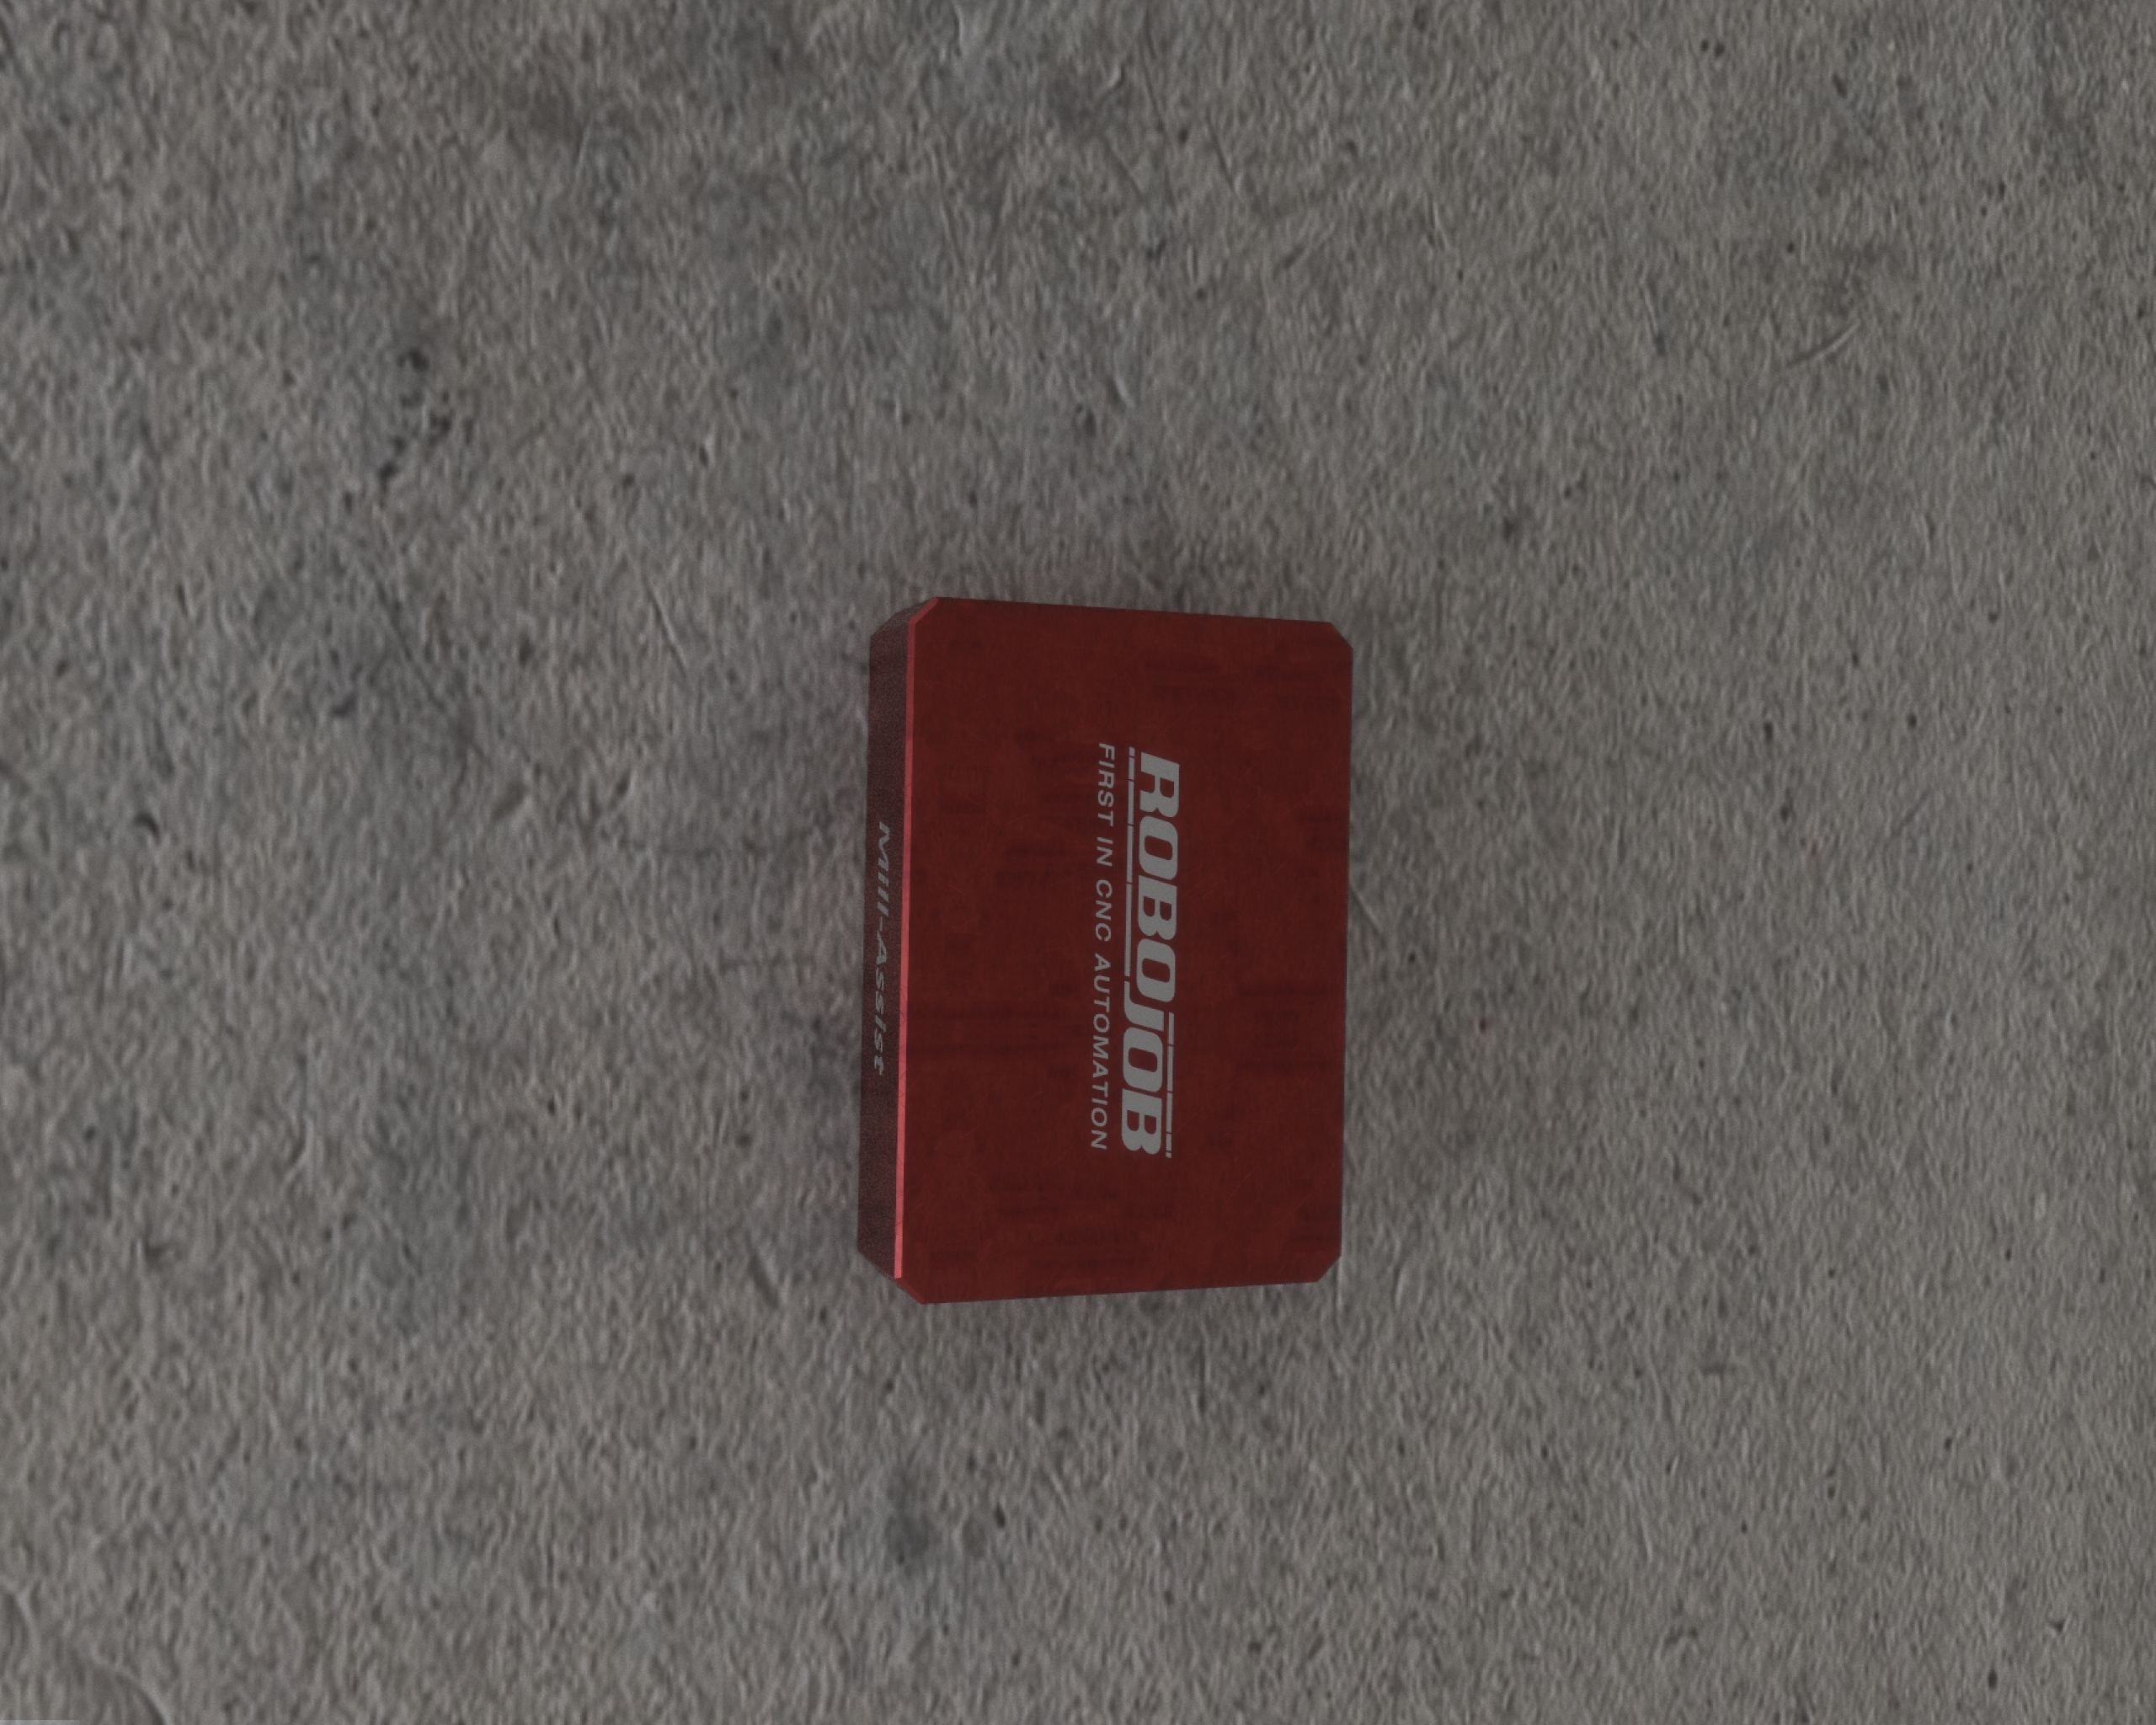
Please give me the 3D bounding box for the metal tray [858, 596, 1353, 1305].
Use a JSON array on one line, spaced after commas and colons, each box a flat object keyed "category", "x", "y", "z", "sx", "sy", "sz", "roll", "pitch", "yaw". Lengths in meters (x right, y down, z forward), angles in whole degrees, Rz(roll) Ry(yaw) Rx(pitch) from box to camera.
[{"category": "metal tray", "x": 0.006, "y": 0.017, "z": 0.408, "sx": 0.091, "sy": 0.030, "sz": 0.129, "roll": 1, "pitch": 90, "yaw": -20}]
